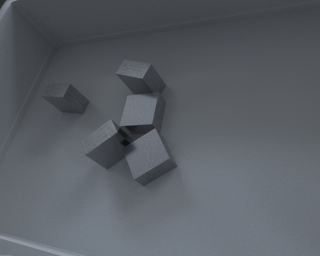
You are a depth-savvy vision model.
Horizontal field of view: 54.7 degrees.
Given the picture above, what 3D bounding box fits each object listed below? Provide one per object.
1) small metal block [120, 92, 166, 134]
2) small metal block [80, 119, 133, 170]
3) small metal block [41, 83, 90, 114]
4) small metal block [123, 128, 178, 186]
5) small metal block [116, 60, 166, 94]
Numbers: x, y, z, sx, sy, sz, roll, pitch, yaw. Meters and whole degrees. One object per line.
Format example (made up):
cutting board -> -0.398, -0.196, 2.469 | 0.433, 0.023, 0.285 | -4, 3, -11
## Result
small metal block -> -0.023, -0.020, 0.430 | 0.050, 0.025, 0.050 | -3, 60, 26
small metal block -> -0.067, 0.023, 0.411 | 0.050, 0.050, 0.025 | -36, 51, 5
small metal block -> -0.152, -0.047, 0.499 | 0.050, 0.050, 0.025 | 6, 65, 31
small metal block -> -0.013, 0.037, 0.390 | 0.050, 0.025, 0.050 | -32, 52, 7
small metal block -> -0.027, -0.070, 0.447 | 0.050, 0.050, 0.025 | 17, 71, 34
